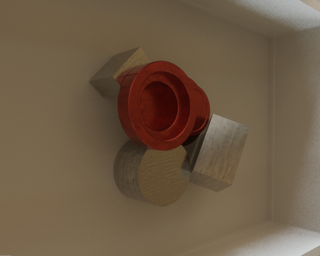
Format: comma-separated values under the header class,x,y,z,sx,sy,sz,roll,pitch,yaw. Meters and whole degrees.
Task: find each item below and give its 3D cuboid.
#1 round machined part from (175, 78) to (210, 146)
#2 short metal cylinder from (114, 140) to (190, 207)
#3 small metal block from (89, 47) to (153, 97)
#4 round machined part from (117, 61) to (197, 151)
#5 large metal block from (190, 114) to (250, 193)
class,x,y,z,sx,sy,sz,roll,pitch,yaw
round machined part,0.030,-0.024,0.418,0.099,0.042,0.097,0,90,-40
short metal cylinder,-0.009,0.052,0.383,0.081,0.050,0.079,0,90,-40
small metal block,-0.044,-0.063,0.352,0.025,0.050,0.050,52,60,-28
round machined part,-0.007,-0.024,0.351,0.099,0.042,0.097,0,90,-40
large metal block,0.076,0.038,0.426,0.050,0.080,0.080,21,72,4
